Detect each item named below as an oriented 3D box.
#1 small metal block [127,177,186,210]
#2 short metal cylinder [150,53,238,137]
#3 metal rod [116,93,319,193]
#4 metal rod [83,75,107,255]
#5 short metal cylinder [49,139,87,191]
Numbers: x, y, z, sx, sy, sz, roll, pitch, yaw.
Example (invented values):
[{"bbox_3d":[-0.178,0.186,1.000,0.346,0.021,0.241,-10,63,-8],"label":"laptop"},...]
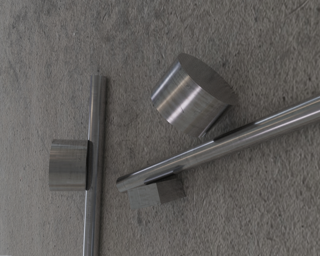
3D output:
[{"bbox_3d":[-0.004,0.083,0.392,0.050,0.050,0.025,-22,77,38],"label":"small metal block"},{"bbox_3d":[0.037,-0.036,0.339,0.050,0.081,0.080,-50,61,29],"label":"short metal cylinder"},{"bbox_3d":[0.054,0.028,0.360,0.299,0.025,0.025,-27,73,36],"label":"metal rod"},{"bbox_3d":[-0.104,0.068,0.490,0.025,0.025,0.298,5,93,40],"label":"metal rod"},{"bbox_3d":[-0.140,0.057,0.479,0.080,0.050,0.080,-177,89,-78],"label":"short metal cylinder"}]
